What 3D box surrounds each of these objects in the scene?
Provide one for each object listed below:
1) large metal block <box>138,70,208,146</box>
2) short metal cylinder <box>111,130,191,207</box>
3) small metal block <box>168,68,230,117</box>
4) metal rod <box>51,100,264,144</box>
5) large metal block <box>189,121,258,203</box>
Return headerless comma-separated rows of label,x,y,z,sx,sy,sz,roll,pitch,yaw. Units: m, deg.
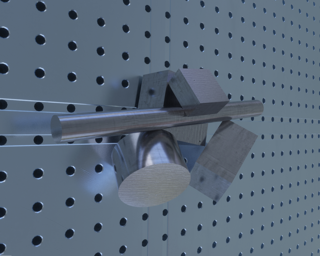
large metal block,0.019,-0.022,0.404,0.081,0.050,0.080,14,81,-39
short metal cylinder,-0.011,0.046,0.352,0.080,0.080,0.050,25,32,-38
small metal block,0.045,-0.042,0.362,0.050,0.025,0.050,-8,60,-40
metal rod,0.027,-0.014,0.362,0.302,0.025,0.025,-7,95,-39
large metal block,0.085,0.046,0.432,0.080,0.050,0.080,-52,165,-27
